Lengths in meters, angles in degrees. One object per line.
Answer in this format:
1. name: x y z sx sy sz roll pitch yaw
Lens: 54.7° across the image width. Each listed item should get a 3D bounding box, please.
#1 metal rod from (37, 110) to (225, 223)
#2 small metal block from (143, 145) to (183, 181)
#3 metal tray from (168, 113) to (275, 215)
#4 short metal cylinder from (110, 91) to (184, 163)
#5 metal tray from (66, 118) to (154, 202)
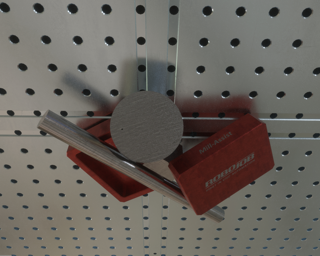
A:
1. metal rod: -0.021 0.063 0.421 0.301 0.025 0.025 33 123 -26
2. small metal block: 0.005 0.036 0.421 0.050 0.050 0.025 33 123 -25
3. metal tray: 0.085 0.050 0.413 0.131 0.030 0.090 -31 128 -6
4. short metal cylinder: -0.017 0.001 0.363 0.081 0.080 0.050 6 172 -6
5. metal tray: -0.055 0.049 0.444 0.090 0.030 0.130 -25 126 20
